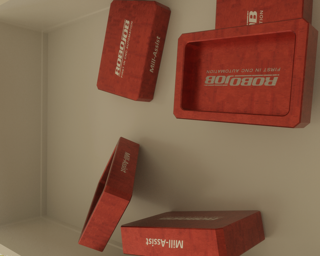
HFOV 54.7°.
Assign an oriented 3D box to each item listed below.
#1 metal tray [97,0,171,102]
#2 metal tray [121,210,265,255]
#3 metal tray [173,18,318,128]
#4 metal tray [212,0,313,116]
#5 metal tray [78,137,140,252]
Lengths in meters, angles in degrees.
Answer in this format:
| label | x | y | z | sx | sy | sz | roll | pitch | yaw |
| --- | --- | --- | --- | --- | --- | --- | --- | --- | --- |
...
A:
| label | x | y | z | sx | sy | sz | roll | pitch | yaw |
| --- | --- | --- | --- | --- | --- | --- | --- | --- | --- |
| metal tray | -0.040 | -0.109 | 0.437 | 0.090 | 0.030 | 0.129 | 20 | 103 | 38 |
| metal tray | 0.033 | 0.113 | 0.336 | 0.130 | 0.091 | 0.030 | -13 | 80 | 39 |
| metal tray | 0.076 | -0.050 | 0.300 | 0.130 | 0.030 | 0.089 | 6 | 94 | 39 |
| metal tray | 0.102 | -0.078 | 0.319 | 0.090 | 0.030 | 0.129 | 4 | 93 | 40 |
| metal tray | -0.062 | 0.079 | 0.400 | 0.030 | 0.130 | 0.089 | 24 | 112 | -10 |
